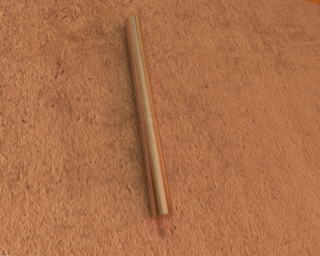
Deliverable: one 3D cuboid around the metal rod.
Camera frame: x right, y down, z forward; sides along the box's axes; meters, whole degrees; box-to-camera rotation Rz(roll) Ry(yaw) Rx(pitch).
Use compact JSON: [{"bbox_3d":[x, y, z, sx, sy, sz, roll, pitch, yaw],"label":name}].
[{"bbox_3d":[-0.020,-0.033,0.412,0.025,0.025,0.299,4,60,-26],"label":"metal rod"}]
